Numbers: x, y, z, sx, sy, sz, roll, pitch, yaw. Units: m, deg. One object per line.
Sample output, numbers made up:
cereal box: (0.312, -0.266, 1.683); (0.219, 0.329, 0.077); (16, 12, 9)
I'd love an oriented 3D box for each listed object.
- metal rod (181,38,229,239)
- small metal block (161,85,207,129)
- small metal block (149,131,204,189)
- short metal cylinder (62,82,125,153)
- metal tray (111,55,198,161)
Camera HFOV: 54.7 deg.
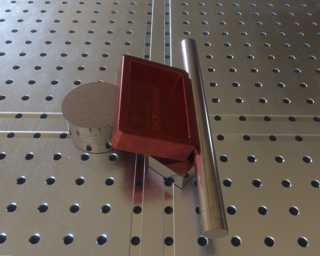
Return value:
metal rod: (0.048, -0.015, 0.388); (0.025, 0.025, 0.300); (-1, 50, -1)
small metal block: (0.032, -0.030, 0.434); (0.050, 0.025, 0.050); (-12, 51, -10)
small metal block: (0.022, 0.037, 0.376); (0.050, 0.025, 0.050); (32, 57, 23)
short metal cylinder: (-0.080, -0.014, 0.401); (0.081, 0.050, 0.080); (0, 50, 0)
metal tray: (-0.007, -0.028, 0.376); (0.091, 0.030, 0.130); (12, 48, -16)
